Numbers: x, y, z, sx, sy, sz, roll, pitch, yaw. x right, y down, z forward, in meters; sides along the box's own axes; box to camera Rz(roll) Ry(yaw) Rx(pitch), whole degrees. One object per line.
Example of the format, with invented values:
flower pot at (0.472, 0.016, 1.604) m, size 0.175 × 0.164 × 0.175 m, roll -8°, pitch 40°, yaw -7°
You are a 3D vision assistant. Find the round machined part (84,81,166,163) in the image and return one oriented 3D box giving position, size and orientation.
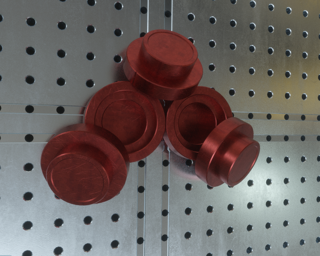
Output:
round machined part at (-0.046, -0.007, 0.386) m, size 0.099 × 0.042 × 0.097 m, roll 0°, pitch 90°, yaw -21°

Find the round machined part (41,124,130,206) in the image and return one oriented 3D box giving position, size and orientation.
round machined part at (-0.086, 0.048, 0.348) m, size 0.099 × 0.042 × 0.097 m, roll 2°, pitch 115°, yaw 4°

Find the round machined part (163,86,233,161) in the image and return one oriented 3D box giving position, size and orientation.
round machined part at (0.046, -0.006, 0.422) m, size 0.099 × 0.042 × 0.097 m, roll 0°, pitch 90°, yaw -21°

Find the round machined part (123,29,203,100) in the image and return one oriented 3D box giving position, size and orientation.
round machined part at (0.007, -0.083, 0.380) m, size 0.099 × 0.042 × 0.098 m, roll 11°, pitch 49°, yaw -12°

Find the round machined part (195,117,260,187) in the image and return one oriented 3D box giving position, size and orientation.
round machined part at (0.095, 0.038, 0.412) m, size 0.099 × 0.042 × 0.097 m, roll -29°, pitch 136°, yaw -32°
